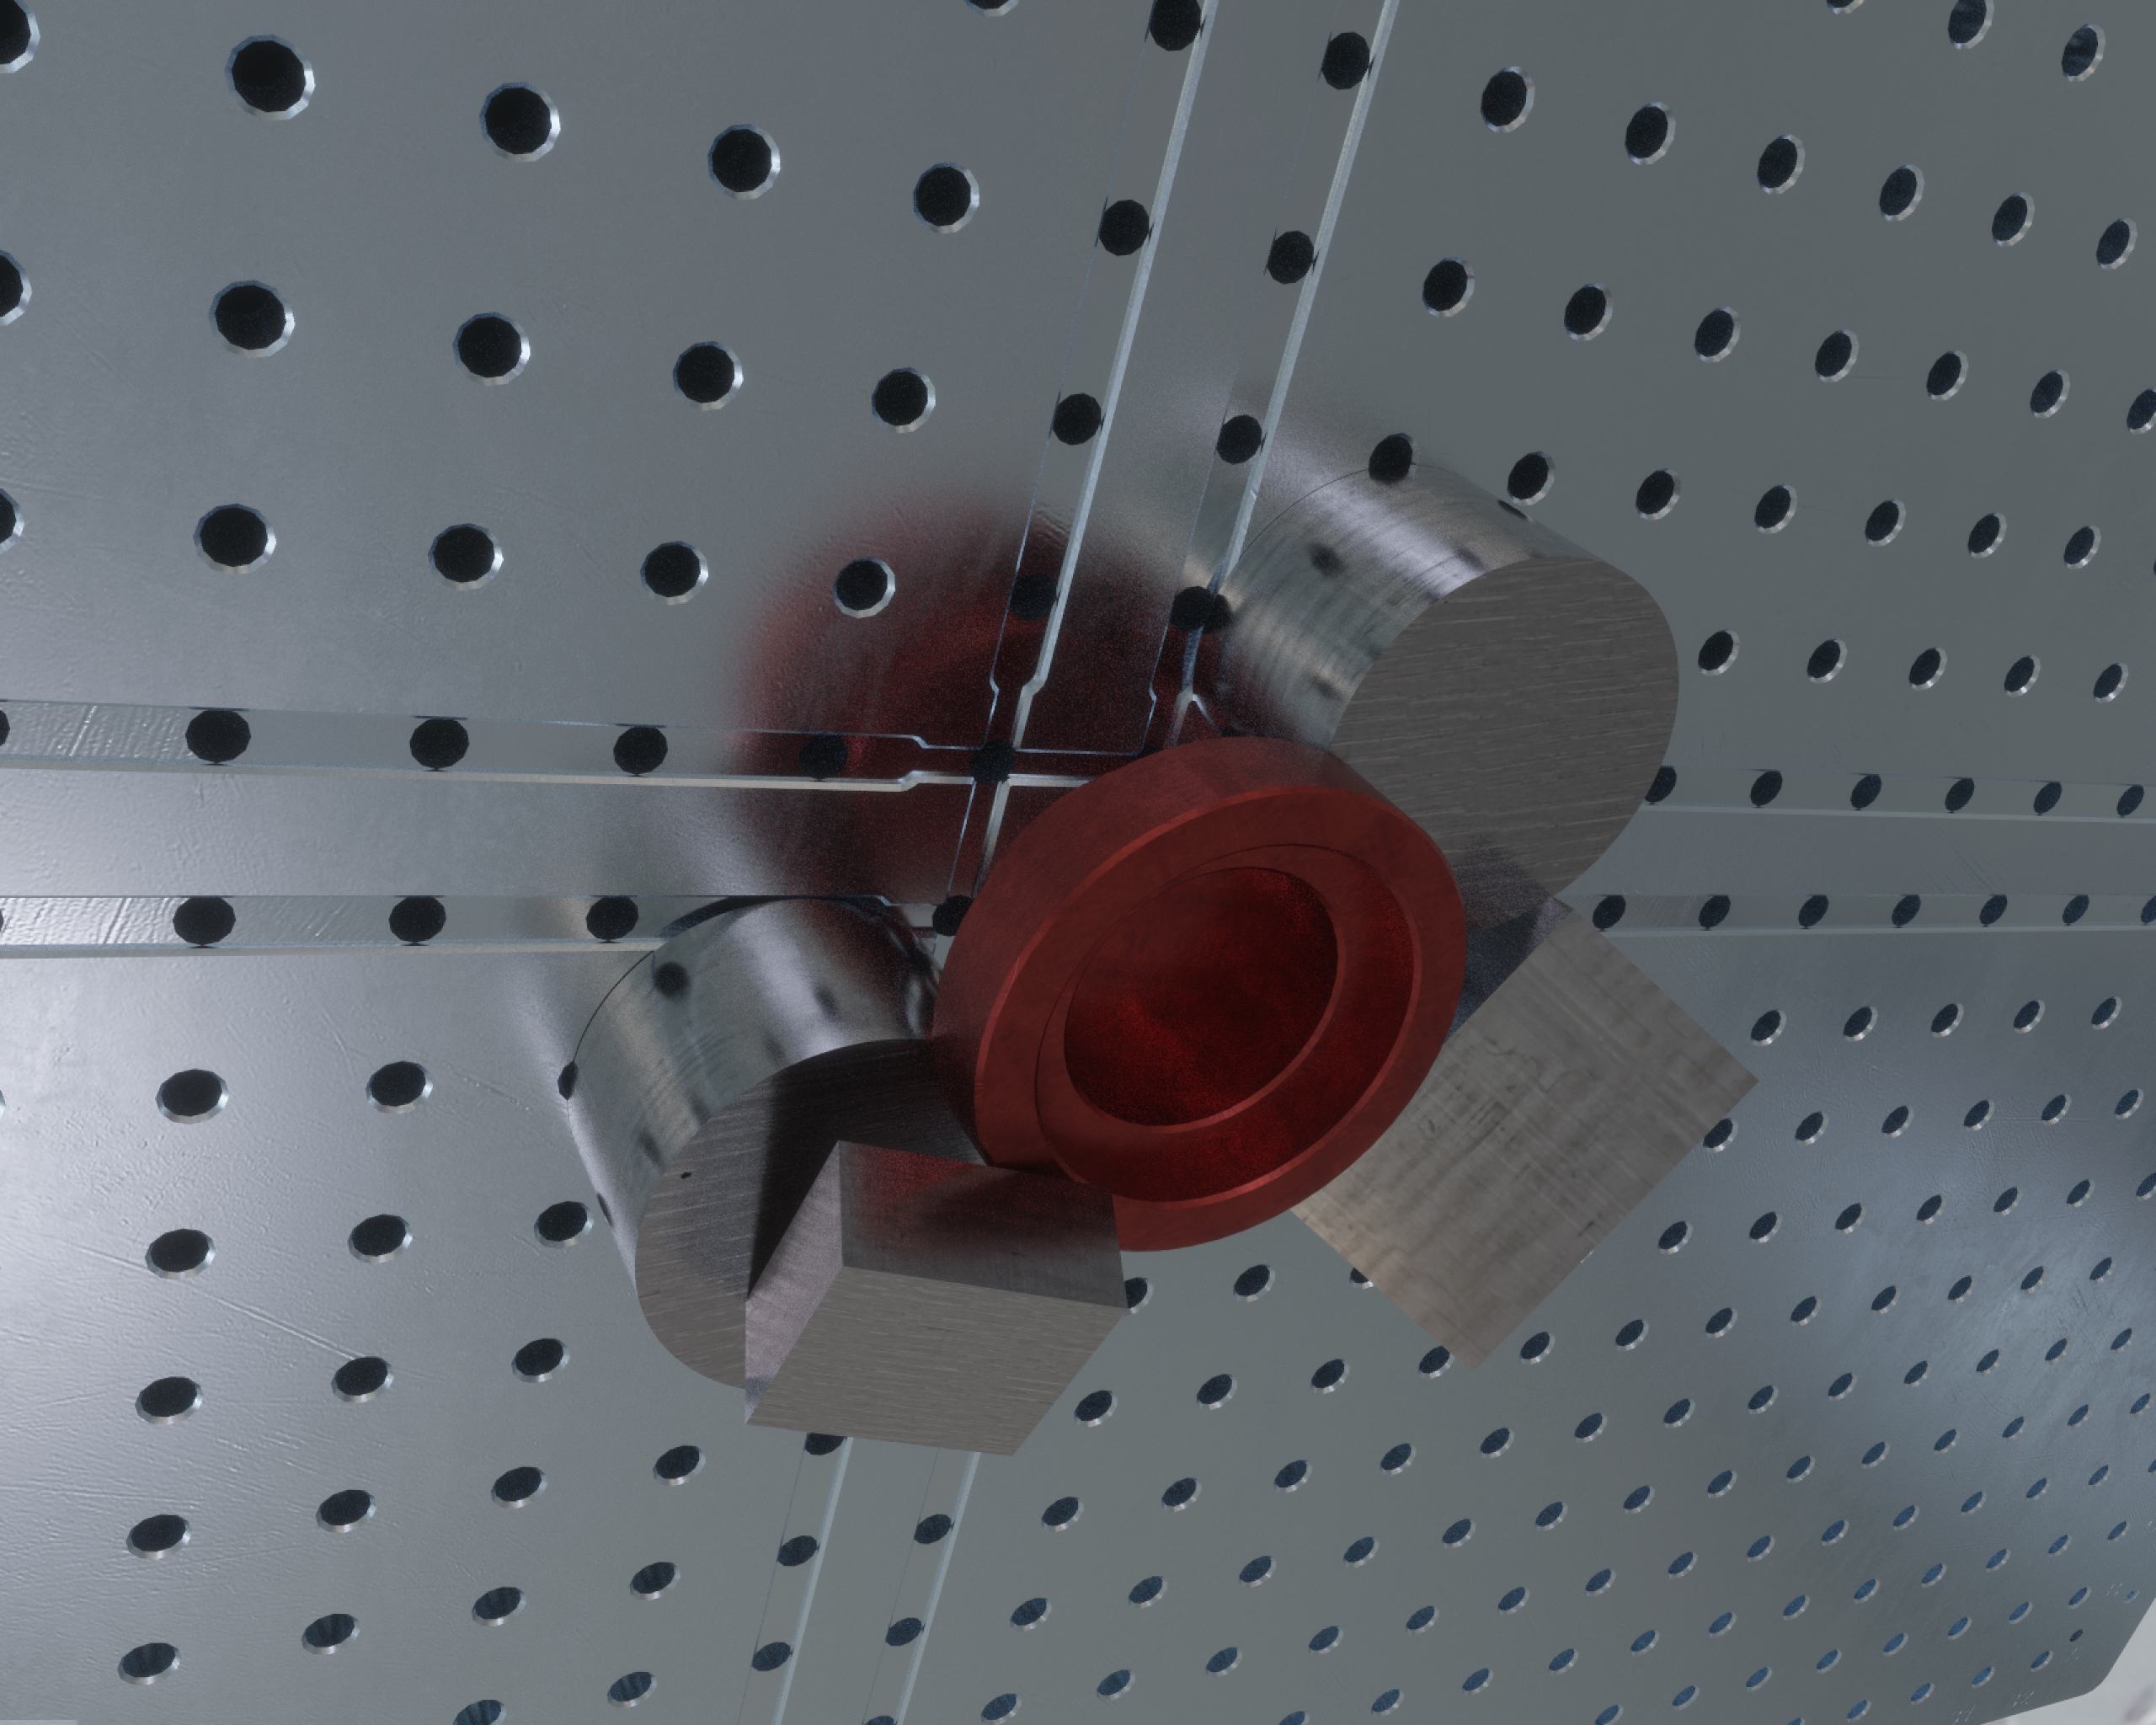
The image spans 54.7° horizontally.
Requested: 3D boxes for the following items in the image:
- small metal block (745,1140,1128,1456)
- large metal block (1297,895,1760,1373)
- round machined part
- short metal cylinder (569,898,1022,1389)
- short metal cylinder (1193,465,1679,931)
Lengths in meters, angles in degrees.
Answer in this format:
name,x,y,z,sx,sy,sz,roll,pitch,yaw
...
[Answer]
name,x,y,z,sx,sy,sz,roll,pitch,yaw
small metal block,-0.026,0.077,0.364,0.050,0.025,0.050,13,132,-21
large metal block,0.086,0.050,0.445,0.050,0.080,0.080,43,95,-5
round machined part,0.019,0.020,0.385,0.099,0.042,0.097,-14,124,-21
short metal cylinder,-0.051,0.054,0.400,0.081,0.050,0.079,-14,124,-21
short metal cylinder,0.070,-0.032,0.413,0.081,0.050,0.079,-14,124,-21
